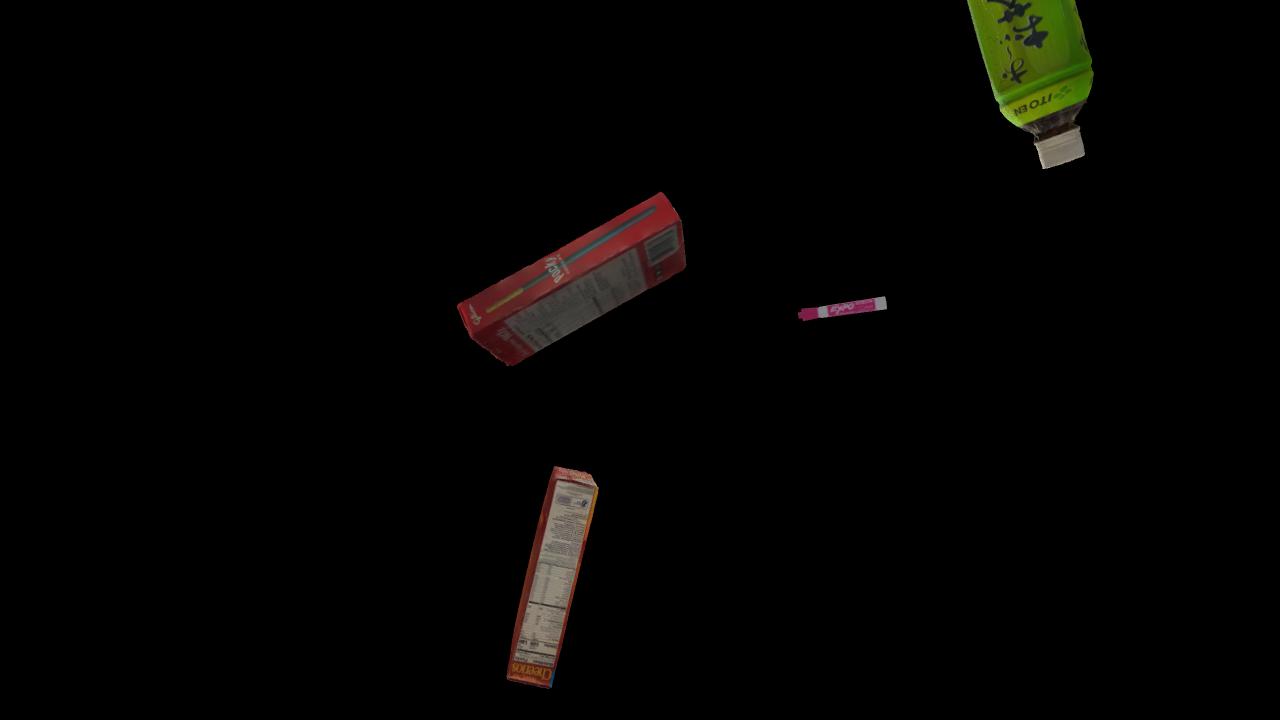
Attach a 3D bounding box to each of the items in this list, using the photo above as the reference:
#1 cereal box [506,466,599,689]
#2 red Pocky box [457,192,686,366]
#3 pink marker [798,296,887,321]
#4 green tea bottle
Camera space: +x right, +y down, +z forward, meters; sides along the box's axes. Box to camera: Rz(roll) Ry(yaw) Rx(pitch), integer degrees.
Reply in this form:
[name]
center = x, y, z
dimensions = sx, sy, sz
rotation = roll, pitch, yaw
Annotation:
[cereal box]
center = -0.143, 0.339, 1.015
dimensions = 0.081, 0.306, 0.203
rotation = 13, -7, -7
[red Pocky box]
center = -0.041, -0.052, 0.427
dimensions = 0.155, 0.028, 0.083
rotation = -29, -15, -2
[pink marker]
center = 0.289, -0.073, 0.883
dimensions = 0.121, 0.020, 0.020
rotation = -8, -2, 18
[green tea bottle]
center = 0.320, -0.264, 0.504
dimensions = 0.073, 0.212, 0.073
rotation = -21, 9, 3
